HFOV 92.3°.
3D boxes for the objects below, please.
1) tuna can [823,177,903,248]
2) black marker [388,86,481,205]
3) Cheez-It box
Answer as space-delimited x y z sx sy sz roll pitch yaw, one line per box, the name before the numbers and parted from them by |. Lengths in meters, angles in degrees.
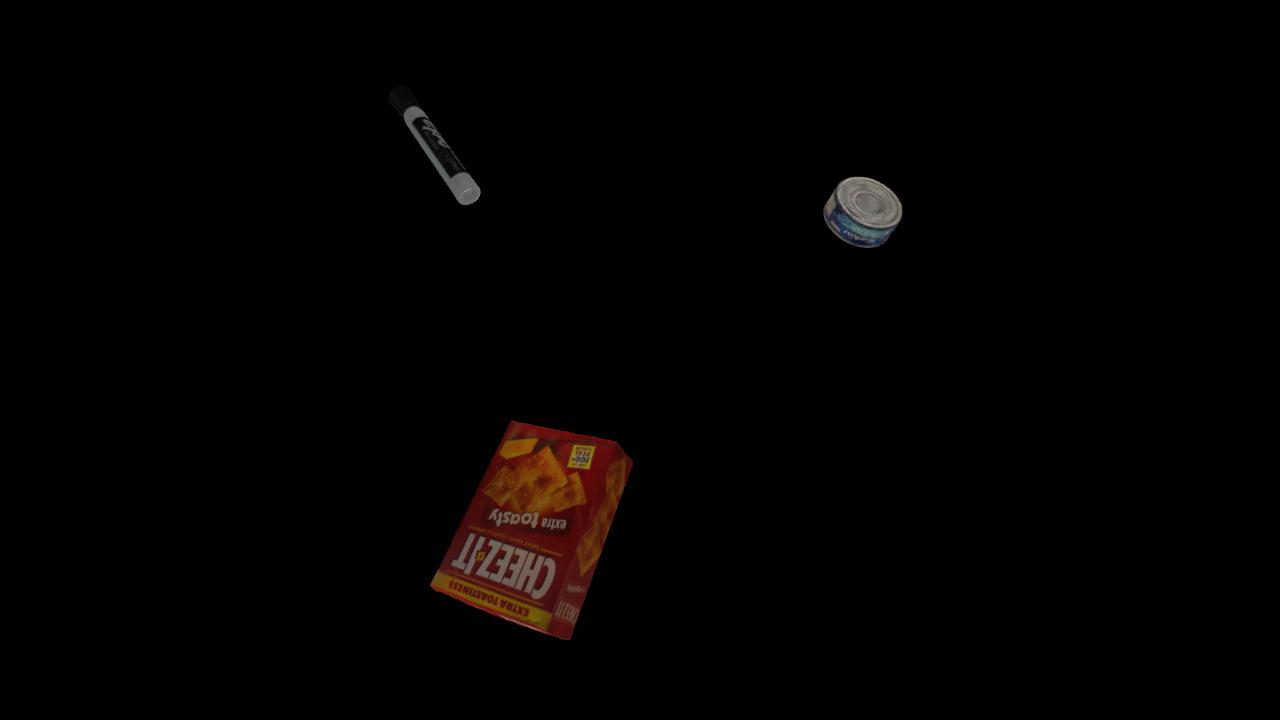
tuna can | 0.261 -0.174 0.718 0.084 0.084 0.034 0 -29 -11
black marker | -0.160 -0.167 0.472 0.020 0.121 0.020 -33 -17 -12
Cheez-It box | -0.124 0.194 0.739 0.166 0.223 0.071 8 -29 27
